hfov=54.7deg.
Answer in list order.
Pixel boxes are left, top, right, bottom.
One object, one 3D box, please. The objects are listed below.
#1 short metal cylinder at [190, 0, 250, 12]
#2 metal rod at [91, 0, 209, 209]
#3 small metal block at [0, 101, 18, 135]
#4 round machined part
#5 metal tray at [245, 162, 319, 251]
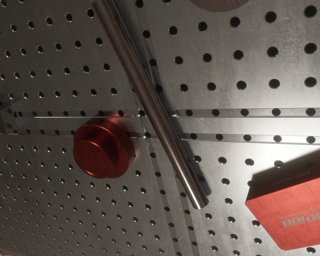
[{"bbox_3d":[0.059,-0.148,0.272,0.080,0.050,0.079,13,124,20],"label":"short metal cylinder"},{"bbox_3d":[-0.004,-0.019,0.400,0.025,0.025,0.299,-14,112,33],"label":"metal rod"},{"bbox_3d":[-0.284,-0.020,0.545,0.050,0.025,0.050,15,125,19],"label":"small metal block"},{"bbox_3d":[-0.092,0.038,0.470,0.098,0.042,0.097,13,124,20],"label":"round machined part"},{"bbox_3d":[0.182,0.094,0.370,0.130,0.030,0.090,-32,101,37],"label":"metal tray"}]
